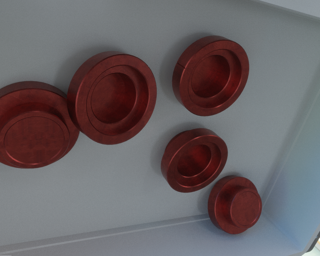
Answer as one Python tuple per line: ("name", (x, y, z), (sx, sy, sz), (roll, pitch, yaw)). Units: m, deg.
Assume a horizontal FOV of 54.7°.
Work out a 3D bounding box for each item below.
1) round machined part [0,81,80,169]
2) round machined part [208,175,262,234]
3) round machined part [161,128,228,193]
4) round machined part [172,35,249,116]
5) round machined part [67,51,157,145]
("round machined part", (-0.134, 0.004, 0.327), (0.099, 0.042, 0.097), (-14, 124, -21))
("round machined part", (0.134, 0.132, 0.526), (0.099, 0.042, 0.097), (0, 90, -28))
("round machined part", (0.045, 0.042, 0.448), (0.099, 0.042, 0.097), (-14, 124, -21))
("round machined part", (0.059, -0.067, 0.388), (0.099, 0.042, 0.097), (-14, 124, -21))
("round machined part", (-0.054, -0.035, 0.336), (0.099, 0.042, 0.097), (-19, 121, -35))
